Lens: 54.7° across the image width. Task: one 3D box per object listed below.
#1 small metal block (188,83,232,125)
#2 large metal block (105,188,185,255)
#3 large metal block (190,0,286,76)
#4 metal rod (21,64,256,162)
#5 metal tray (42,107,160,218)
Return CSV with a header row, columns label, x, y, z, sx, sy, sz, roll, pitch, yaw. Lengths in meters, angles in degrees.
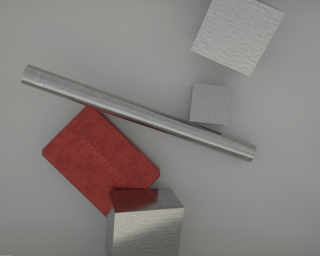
label,x,y,z,sx,sy,sz,roll,pitch,yaw
small metal block,0.066,-0.031,0.412,0.050,0.025,0.050,6,90,-1
large metal block,-0.021,0.123,0.378,0.081,0.050,0.079,1,106,-18
large metal block,0.093,-0.122,0.384,0.080,0.050,0.079,23,118,-1
metal rod,-0.019,-0.015,0.392,0.302,0.025,0.025,19,90,-8
metal tray,-0.075,0.045,0.408,0.130,0.030,0.090,44,90,-1
